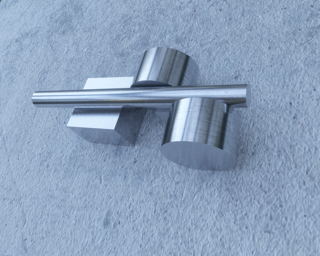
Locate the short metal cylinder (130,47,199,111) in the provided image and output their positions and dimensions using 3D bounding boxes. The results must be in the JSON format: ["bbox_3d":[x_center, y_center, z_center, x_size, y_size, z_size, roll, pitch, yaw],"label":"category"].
[{"bbox_3d":[0.006,-0.059,0.403,0.080,0.080,0.050,2,63,29],"label":"short metal cylinder"}]

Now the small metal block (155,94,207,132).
[{"bbox_3d":[0.030,-0.018,0.382,0.050,0.050,0.025,1,63,28],"label":"small metal block"}]

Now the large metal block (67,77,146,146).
[{"bbox_3d":[-0.070,-0.024,0.435,0.080,0.050,0.080,3,63,29],"label":"large metal block"}]

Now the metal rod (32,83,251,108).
[{"bbox_3d":[-0.043,-0.037,0.384,0.301,0.025,0.025,2,63,27],"label":"metal rod"}]

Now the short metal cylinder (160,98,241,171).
[{"bbox_3d":[0.045,0.009,0.339,0.080,0.080,0.050,0,62,28],"label":"short metal cylinder"}]
